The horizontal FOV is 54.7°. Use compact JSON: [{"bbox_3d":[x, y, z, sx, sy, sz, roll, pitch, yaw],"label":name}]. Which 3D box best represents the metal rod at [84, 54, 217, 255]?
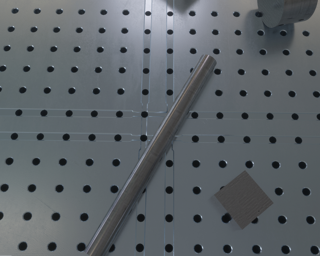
[{"bbox_3d":[-0.003,0.025,0.402,0.025,0.025,0.300,28,72,9],"label":"metal rod"}]

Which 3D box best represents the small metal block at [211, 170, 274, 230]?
[{"bbox_3d":[0.100,0.089,0.380,0.050,0.025,0.050,-35,74,-12],"label":"small metal block"}]

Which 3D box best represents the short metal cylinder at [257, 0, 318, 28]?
[{"bbox_3d":[0.185,-0.193,0.455,0.050,0.080,0.080,-13,71,-5],"label":"short metal cylinder"}]
